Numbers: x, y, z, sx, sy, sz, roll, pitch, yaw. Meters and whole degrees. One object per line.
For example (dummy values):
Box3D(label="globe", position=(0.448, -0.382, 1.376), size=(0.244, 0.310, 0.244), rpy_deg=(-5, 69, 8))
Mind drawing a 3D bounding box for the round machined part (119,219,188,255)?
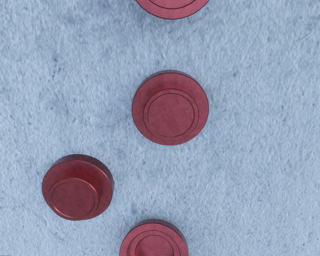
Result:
Box3D(label="round machined part", position=(-0.007, 0.182, 0.457), size=(0.099, 0.042, 0.097), rpy_deg=(0, 89, 6))

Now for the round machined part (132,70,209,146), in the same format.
Box3D(label="round machined part", position=(0.013, -0.022, 0.393), size=(0.099, 0.042, 0.097), rpy_deg=(0, 110, -1))

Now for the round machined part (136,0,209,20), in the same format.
Box3D(label="round machined part", position=(0.013, -0.170, 0.338), size=(0.099, 0.042, 0.097), rpy_deg=(0, 110, -1))

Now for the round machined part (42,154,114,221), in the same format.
Box3D(label="round machined part", position=(-0.116, 0.089, 0.432), size=(0.099, 0.042, 0.097), rpy_deg=(0, 110, -1))
